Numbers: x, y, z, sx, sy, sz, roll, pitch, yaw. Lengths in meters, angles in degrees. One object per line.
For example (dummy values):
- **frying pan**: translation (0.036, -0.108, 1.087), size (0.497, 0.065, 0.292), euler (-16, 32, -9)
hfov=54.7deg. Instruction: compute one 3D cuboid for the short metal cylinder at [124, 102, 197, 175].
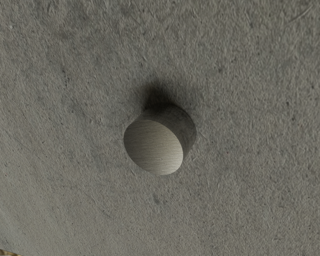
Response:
- **short metal cylinder**: translation (0.001, 0.013, 0.399), size (0.080, 0.050, 0.079), euler (13, 124, 20)
